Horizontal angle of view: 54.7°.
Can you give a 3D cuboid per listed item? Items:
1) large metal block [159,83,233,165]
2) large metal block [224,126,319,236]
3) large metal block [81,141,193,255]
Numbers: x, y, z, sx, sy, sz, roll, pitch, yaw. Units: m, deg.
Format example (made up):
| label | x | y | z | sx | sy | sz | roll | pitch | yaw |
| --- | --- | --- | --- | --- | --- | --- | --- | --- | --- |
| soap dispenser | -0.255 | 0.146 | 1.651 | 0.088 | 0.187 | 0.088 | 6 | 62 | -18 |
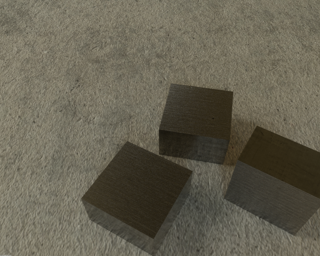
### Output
| label | x | y | z | sx | sy | sz | roll | pitch | yaw |
| --- | --- | --- | --- | --- | --- | --- | --- | --- | --- |
| large metal block | 0.046 | -0.006 | 0.393 | 0.080 | 0.050 | 0.080 | 9 | 51 | 7 |
| large metal block | 0.120 | 0.055 | 0.322 | 0.080 | 0.080 | 0.050 | 26 | 55 | 20 |
| large metal block | -0.021 | 0.072 | 0.326 | 0.080 | 0.050 | 0.080 | 23 | 54 | 18 |
